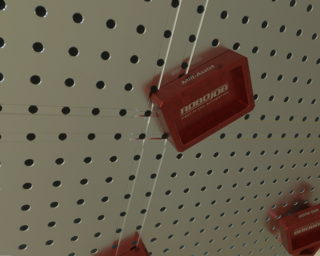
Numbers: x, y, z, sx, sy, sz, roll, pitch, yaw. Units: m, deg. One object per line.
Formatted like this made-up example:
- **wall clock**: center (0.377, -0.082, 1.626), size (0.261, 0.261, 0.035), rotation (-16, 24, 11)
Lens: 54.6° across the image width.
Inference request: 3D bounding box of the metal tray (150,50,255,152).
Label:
- **metal tray**: center (0.062, -0.035, 0.418), size (0.131, 0.030, 0.090), rotation (-30, 129, -9)

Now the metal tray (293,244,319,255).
- **metal tray**: center (0.389, 0.269, 0.784), size (0.091, 0.030, 0.129), rotation (15, 110, -35)

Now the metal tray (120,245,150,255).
- **metal tray**: center (-0.051, 0.274, 0.549), size (0.091, 0.030, 0.129), rotation (-23, 127, -15)

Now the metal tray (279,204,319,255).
- **metal tray**: center (0.343, 0.227, 0.708), size (0.131, 0.030, 0.090), rotation (-20, 117, -3)
